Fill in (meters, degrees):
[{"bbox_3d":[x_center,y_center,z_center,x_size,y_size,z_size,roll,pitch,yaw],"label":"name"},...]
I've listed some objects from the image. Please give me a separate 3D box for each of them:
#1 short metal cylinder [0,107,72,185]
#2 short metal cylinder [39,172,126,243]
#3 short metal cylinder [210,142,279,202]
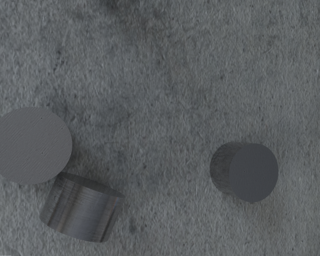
[{"bbox_3d":[-0.139,0.019,0.341,0.081,0.050,0.080,1,86,-18],"label":"short metal cylinder"},{"bbox_3d":[-0.086,0.087,0.349,0.080,0.080,0.050,24,82,-19],"label":"short metal cylinder"},{"bbox_3d":[0.119,0.060,0.442,0.081,0.050,0.079,0,90,-21],"label":"short metal cylinder"}]
